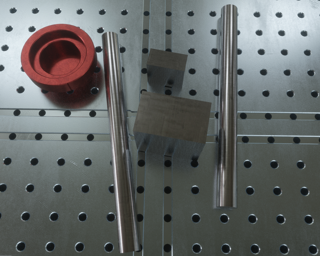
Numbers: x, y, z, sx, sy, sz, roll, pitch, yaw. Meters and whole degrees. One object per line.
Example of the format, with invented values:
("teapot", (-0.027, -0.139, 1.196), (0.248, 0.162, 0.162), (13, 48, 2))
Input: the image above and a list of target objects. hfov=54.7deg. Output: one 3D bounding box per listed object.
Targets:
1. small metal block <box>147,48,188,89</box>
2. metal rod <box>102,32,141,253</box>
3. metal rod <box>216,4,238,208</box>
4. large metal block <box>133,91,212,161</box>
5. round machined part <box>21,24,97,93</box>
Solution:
("small metal block", (0.010, -0.081, 0.428), (0.050, 0.050, 0.025), (11, 71, 3))
("metal rod", (-0.055, 0.004, 0.409), (0.025, 0.025, 0.299), (-7, 70, -3))
("metal rod", (0.094, -0.043, 0.428), (0.025, 0.025, 0.299), (5, 70, 1))
("large metal block", (0.014, 0.001, 0.383), (0.080, 0.080, 0.050), (10, 71, 3))
("round machined part", (-0.137, -0.093, 0.435), (0.099, 0.042, 0.098), (0, 70, -1))
